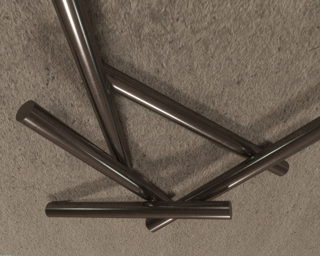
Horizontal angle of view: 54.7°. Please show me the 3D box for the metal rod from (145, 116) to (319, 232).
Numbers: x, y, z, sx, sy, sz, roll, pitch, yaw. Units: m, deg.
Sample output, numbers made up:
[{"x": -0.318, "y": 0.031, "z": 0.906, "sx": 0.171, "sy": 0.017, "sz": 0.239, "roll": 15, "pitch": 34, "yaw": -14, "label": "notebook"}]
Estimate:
[{"x": 0.094, "y": 0.076, "z": 0.438, "sx": 0.299, "sy": 0.025, "sz": 0.025, "roll": -37, "pitch": 122, "yaw": 25, "label": "metal rod"}]

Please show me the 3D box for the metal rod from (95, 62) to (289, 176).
[{"x": 0.056, "y": -0.002, "z": 0.406, "sx": 0.302, "sy": 0.025, "sz": 0.025, "roll": 26, "pitch": 125, "yaw": -21, "label": "metal rod"}]

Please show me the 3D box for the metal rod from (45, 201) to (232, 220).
[{"x": -0.045, "y": 0.125, "z": 0.471, "sx": 0.301, "sy": 0.025, "sz": 0.025, "roll": -5, "pitch": 131, "yaw": 20, "label": "metal rod"}]

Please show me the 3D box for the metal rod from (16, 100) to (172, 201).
[{"x": -0.059, "y": 0.057, "z": 0.414, "sx": 0.025, "sy": 0.025, "sz": 0.300, "roll": -25, "pitch": 139, "yaw": 19, "label": "metal rod"}]

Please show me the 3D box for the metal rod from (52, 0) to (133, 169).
[{"x": -0.067, "y": -0.039, "z": 0.341, "sx": 0.025, "sy": 0.025, "sz": 0.299, "roll": -5, "pitch": 140, "yaw": 3, "label": "metal rod"}]
